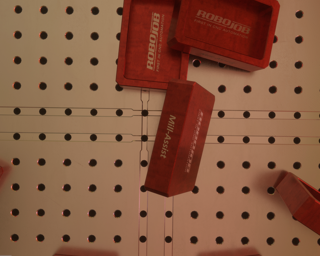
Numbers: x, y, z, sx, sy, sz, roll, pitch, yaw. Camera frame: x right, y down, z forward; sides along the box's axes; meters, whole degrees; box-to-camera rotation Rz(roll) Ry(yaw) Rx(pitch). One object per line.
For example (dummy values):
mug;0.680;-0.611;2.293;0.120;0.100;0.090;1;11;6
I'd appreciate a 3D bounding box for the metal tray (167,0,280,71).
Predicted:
metal tray;0.081;-0.131;0.391;0.131;0.030;0.090;12;88;-17

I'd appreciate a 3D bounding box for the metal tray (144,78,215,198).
metal tray;0.028;0.013;0.379;0.030;0.090;0.129;13;90;25

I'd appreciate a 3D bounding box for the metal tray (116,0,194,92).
metal tray;-0.006;-0.115;0.410;0.090;0.030;0.129;6;90;0

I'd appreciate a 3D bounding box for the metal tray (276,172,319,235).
metal tray;0.214;0.114;0.380;0.130;0.090;0.030;34;103;0

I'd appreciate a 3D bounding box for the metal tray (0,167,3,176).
metal tray;-0.284;0.091;0.409;0.090;0.030;0.130;29;90;0
